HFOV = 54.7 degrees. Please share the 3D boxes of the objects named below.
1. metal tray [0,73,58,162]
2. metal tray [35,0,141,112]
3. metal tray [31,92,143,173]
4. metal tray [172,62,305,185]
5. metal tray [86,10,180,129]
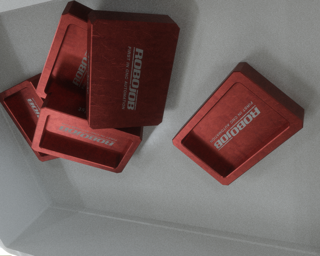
[{"bbox_3d":[-0.189,-0.013,0.494,0.090,0.030,0.129,-15,111,33],"label":"metal tray"},{"bbox_3d":[-0.089,-0.075,0.378,0.091,0.030,0.129,22,133,-20],"label":"metal tray"},{"bbox_3d":[-0.099,0.011,0.424,0.131,0.030,0.089,19,134,-17],"label":"metal tray"},{"bbox_3d":[0.085,0.001,0.359,0.090,0.030,0.129,39,129,1],"label":"metal tray"},{"bbox_3d":[-0.035,-0.061,0.350,0.091,0.030,0.129,-4,128,-20],"label":"metal tray"}]
